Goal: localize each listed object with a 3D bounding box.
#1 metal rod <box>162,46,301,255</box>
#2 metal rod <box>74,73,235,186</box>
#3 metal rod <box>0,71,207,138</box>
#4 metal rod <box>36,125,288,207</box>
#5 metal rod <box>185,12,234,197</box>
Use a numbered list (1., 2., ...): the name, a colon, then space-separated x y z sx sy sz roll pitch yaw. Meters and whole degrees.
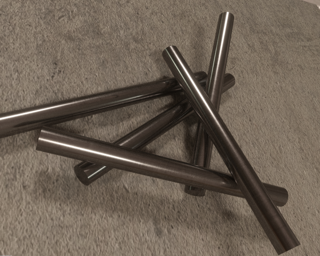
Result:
1. metal rod: 0.073 0.006 0.386 0.025 0.025 0.299 -7 56 -32
2. metal rod: 0.016 -0.014 0.422 0.302 0.025 0.025 -33 81 -38
3. metal rod: -0.050 -0.039 0.401 0.302 0.025 0.025 -18 72 -35
4. metal rod: 0.019 0.049 0.351 0.302 0.025 0.025 16 55 -19
5. metal rod: 0.076 -0.051 0.445 0.025 0.025 0.300 22 63 -16
